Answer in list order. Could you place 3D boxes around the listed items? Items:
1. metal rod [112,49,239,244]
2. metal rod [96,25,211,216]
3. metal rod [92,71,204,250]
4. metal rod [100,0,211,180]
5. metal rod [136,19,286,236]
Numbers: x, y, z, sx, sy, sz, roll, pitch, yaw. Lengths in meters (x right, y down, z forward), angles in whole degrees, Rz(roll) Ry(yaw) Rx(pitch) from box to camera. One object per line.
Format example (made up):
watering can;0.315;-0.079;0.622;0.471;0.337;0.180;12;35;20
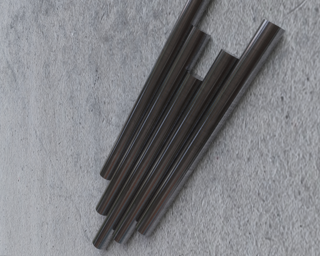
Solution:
metal rod;0.010;0.039;0.396;0.025;0.025;0.298;44;116;31
metal rod;-0.019;0.005;0.420;0.025;0.025;0.298;44;116;31
metal rod;-0.025;0.058;0.425;0.025;0.025;0.298;44;116;31
metal rod;-0.012;-0.049;0.414;0.025;0.025;0.298;44;116;31
metal rod;0.046;0.017;0.366;0.025;0.025;0.298;44;116;31
